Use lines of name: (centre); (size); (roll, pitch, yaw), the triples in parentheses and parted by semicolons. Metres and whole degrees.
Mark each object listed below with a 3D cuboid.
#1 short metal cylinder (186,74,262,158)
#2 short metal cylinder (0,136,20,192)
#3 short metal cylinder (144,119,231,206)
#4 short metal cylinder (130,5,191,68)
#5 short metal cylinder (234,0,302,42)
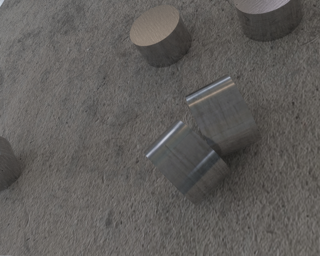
short metal cylinder: (0.069, -0.012, 0.340); (0.050, 0.080, 0.080); (-28, 52, 11)
short metal cylinder: (-0.264, 0.056, 0.473); (0.080, 0.080, 0.050); (-42, 51, -1)
short metal cylinder: (0.028, 0.036, 0.331); (0.050, 0.080, 0.080); (-45, 51, -3)
short metal cylinder: (0.001, -0.139, 0.473); (0.080, 0.050, 0.080); (-13, 56, 21)
short metal cylinder: (0.144, -0.163, 0.412); (0.080, 0.050, 0.080); (-13, 56, 21)
